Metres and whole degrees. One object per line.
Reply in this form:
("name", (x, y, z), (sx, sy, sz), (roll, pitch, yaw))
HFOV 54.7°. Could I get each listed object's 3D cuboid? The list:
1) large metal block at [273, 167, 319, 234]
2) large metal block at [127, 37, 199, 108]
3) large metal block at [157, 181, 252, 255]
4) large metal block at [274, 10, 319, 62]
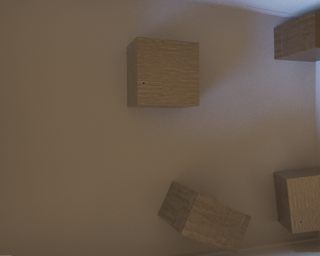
("large metal block", (0.224, 0.106, 0.467), (0.080, 0.050, 0.080), (-7, 93, -1))
("large metal block", (0.003, -0.067, 0.398), (0.081, 0.050, 0.080), (-1, 90, -20))
("large metal block", (0.055, 0.114, 0.401), (0.080, 0.080, 0.050), (27, 81, -18))
("large metal block", (0.232, -0.134, 0.466), (0.081, 0.080, 0.050), (-1, 91, -20))
